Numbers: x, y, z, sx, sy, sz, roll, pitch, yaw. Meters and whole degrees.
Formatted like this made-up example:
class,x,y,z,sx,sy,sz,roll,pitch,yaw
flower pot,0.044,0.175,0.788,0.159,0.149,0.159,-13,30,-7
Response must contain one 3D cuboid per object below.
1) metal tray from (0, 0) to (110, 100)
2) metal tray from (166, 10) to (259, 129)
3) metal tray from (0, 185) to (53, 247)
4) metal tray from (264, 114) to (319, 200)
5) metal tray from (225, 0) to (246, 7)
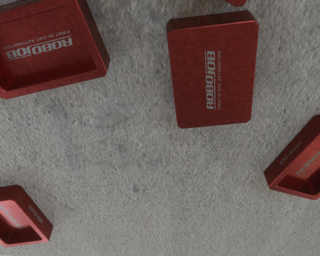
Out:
class,x,y,z,sx,sy,sz,roll,pitch,yaw
metal tray,-0.130,-0.086,0.328,0.131,0.030,0.090,-12,130,9
metal tray,0.059,-0.060,0.353,0.091,0.030,0.129,-6,130,4
metal tray,-0.255,0.155,0.531,0.090,0.030,0.129,-10,130,7
metal tray,0.226,0.048,0.447,0.091,0.030,0.129,16,128,-14
metal tray,0.040,-0.174,0.256,0.131,0.030,0.089,22,127,-19
